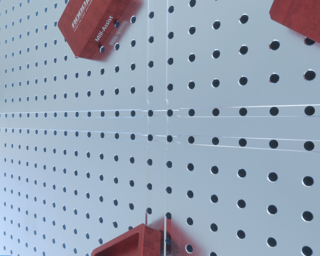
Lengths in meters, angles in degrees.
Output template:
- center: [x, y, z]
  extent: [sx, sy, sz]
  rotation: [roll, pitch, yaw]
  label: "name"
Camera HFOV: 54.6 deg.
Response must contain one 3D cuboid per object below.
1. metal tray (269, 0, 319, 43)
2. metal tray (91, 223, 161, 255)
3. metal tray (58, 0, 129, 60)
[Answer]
- center: [0.164, -0.108, 0.250]
  extent: [0.130, 0.030, 0.089]
  rotation: [43, 139, 31]
  label: "metal tray"
- center: [-0.054, 0.196, 0.422]
  extent: [0.130, 0.030, 0.090]
  rotation: [-38, 33, 33]
  label: "metal tray"
- center: [-0.110, -0.187, 0.498]
  extent: [0.129, 0.030, 0.090]
  rotation: [-48, 62, 29]
  label: "metal tray"
